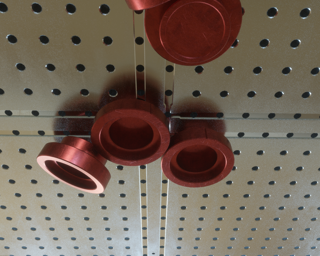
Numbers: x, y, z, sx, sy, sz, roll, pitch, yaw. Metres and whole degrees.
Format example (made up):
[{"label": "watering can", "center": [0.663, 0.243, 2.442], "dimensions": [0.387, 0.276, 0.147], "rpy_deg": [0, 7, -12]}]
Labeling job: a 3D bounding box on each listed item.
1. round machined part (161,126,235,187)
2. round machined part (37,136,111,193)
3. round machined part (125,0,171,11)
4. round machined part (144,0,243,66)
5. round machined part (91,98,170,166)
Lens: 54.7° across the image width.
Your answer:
[{"label": "round machined part", "center": [0.051, 0.036, 0.432], "dimensions": [0.099, 0.042, 0.097], "rpy_deg": [-1, 130, 0]}, {"label": "round machined part", "center": [-0.112, 0.047, 0.423], "dimensions": [0.098, 0.042, 0.098], "rpy_deg": [17, 149, 11]}, {"label": "round machined part", "center": [-0.005, -0.132, 0.251], "dimensions": [0.098, 0.098, 0.042], "rpy_deg": [-19, 128, 15]}, {"label": "round machined part", "center": [0.033, -0.105, 0.312], "dimensions": [0.099, 0.042, 0.097], "rpy_deg": [-1, 130, 0]}, {"label": "round machined part", "center": [-0.037, 0.001, 0.401], "dimensions": [0.099, 0.042, 0.097], "rpy_deg": [-1, 130, -1]}]
